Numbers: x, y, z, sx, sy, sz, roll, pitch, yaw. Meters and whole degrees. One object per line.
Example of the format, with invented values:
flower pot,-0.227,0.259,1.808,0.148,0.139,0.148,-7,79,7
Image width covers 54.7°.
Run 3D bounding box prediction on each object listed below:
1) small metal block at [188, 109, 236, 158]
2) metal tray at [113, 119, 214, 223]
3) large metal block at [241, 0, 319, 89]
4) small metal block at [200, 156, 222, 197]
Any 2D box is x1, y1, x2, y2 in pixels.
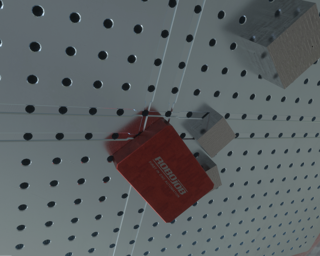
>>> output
small metal block,0.079,0.009,0.462,0.050,0.025,0.050,-42,130,0
metal tray,0.008,0.063,0.435,0.090,0.030,0.130,-38,117,-3
large metal block,0.170,-0.114,0.420,0.080,0.050,0.080,-42,130,1
small metal block,0.068,0.082,0.502,0.050,0.025,0.050,-29,129,-10
